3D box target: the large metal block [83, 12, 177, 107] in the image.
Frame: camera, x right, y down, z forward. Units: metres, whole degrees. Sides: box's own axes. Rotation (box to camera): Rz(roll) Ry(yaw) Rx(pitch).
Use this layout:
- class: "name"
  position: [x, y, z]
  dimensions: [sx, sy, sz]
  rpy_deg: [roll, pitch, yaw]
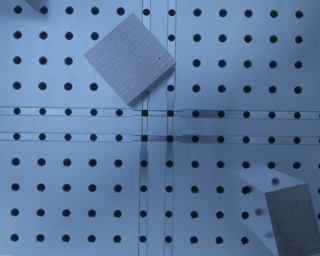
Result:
- class: "large metal block"
  position: [-0.036, -0.084, 0.401]
  dimensions: [0.080, 0.050, 0.080]
  rpy_deg: [-41, 90, 0]

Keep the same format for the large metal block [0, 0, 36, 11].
- class: "large metal block"
  position: [-0.208, -0.203, 0.399]
  dimensions: [0.080, 0.050, 0.080]
  rpy_deg: [3, 90, 0]

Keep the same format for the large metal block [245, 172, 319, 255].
- class: "large metal block"
  position: [0.150, 0.106, 0.387]
  dimensions: [0.050, 0.080, 0.080]
  rpy_deg: [-13, 90, 0]
